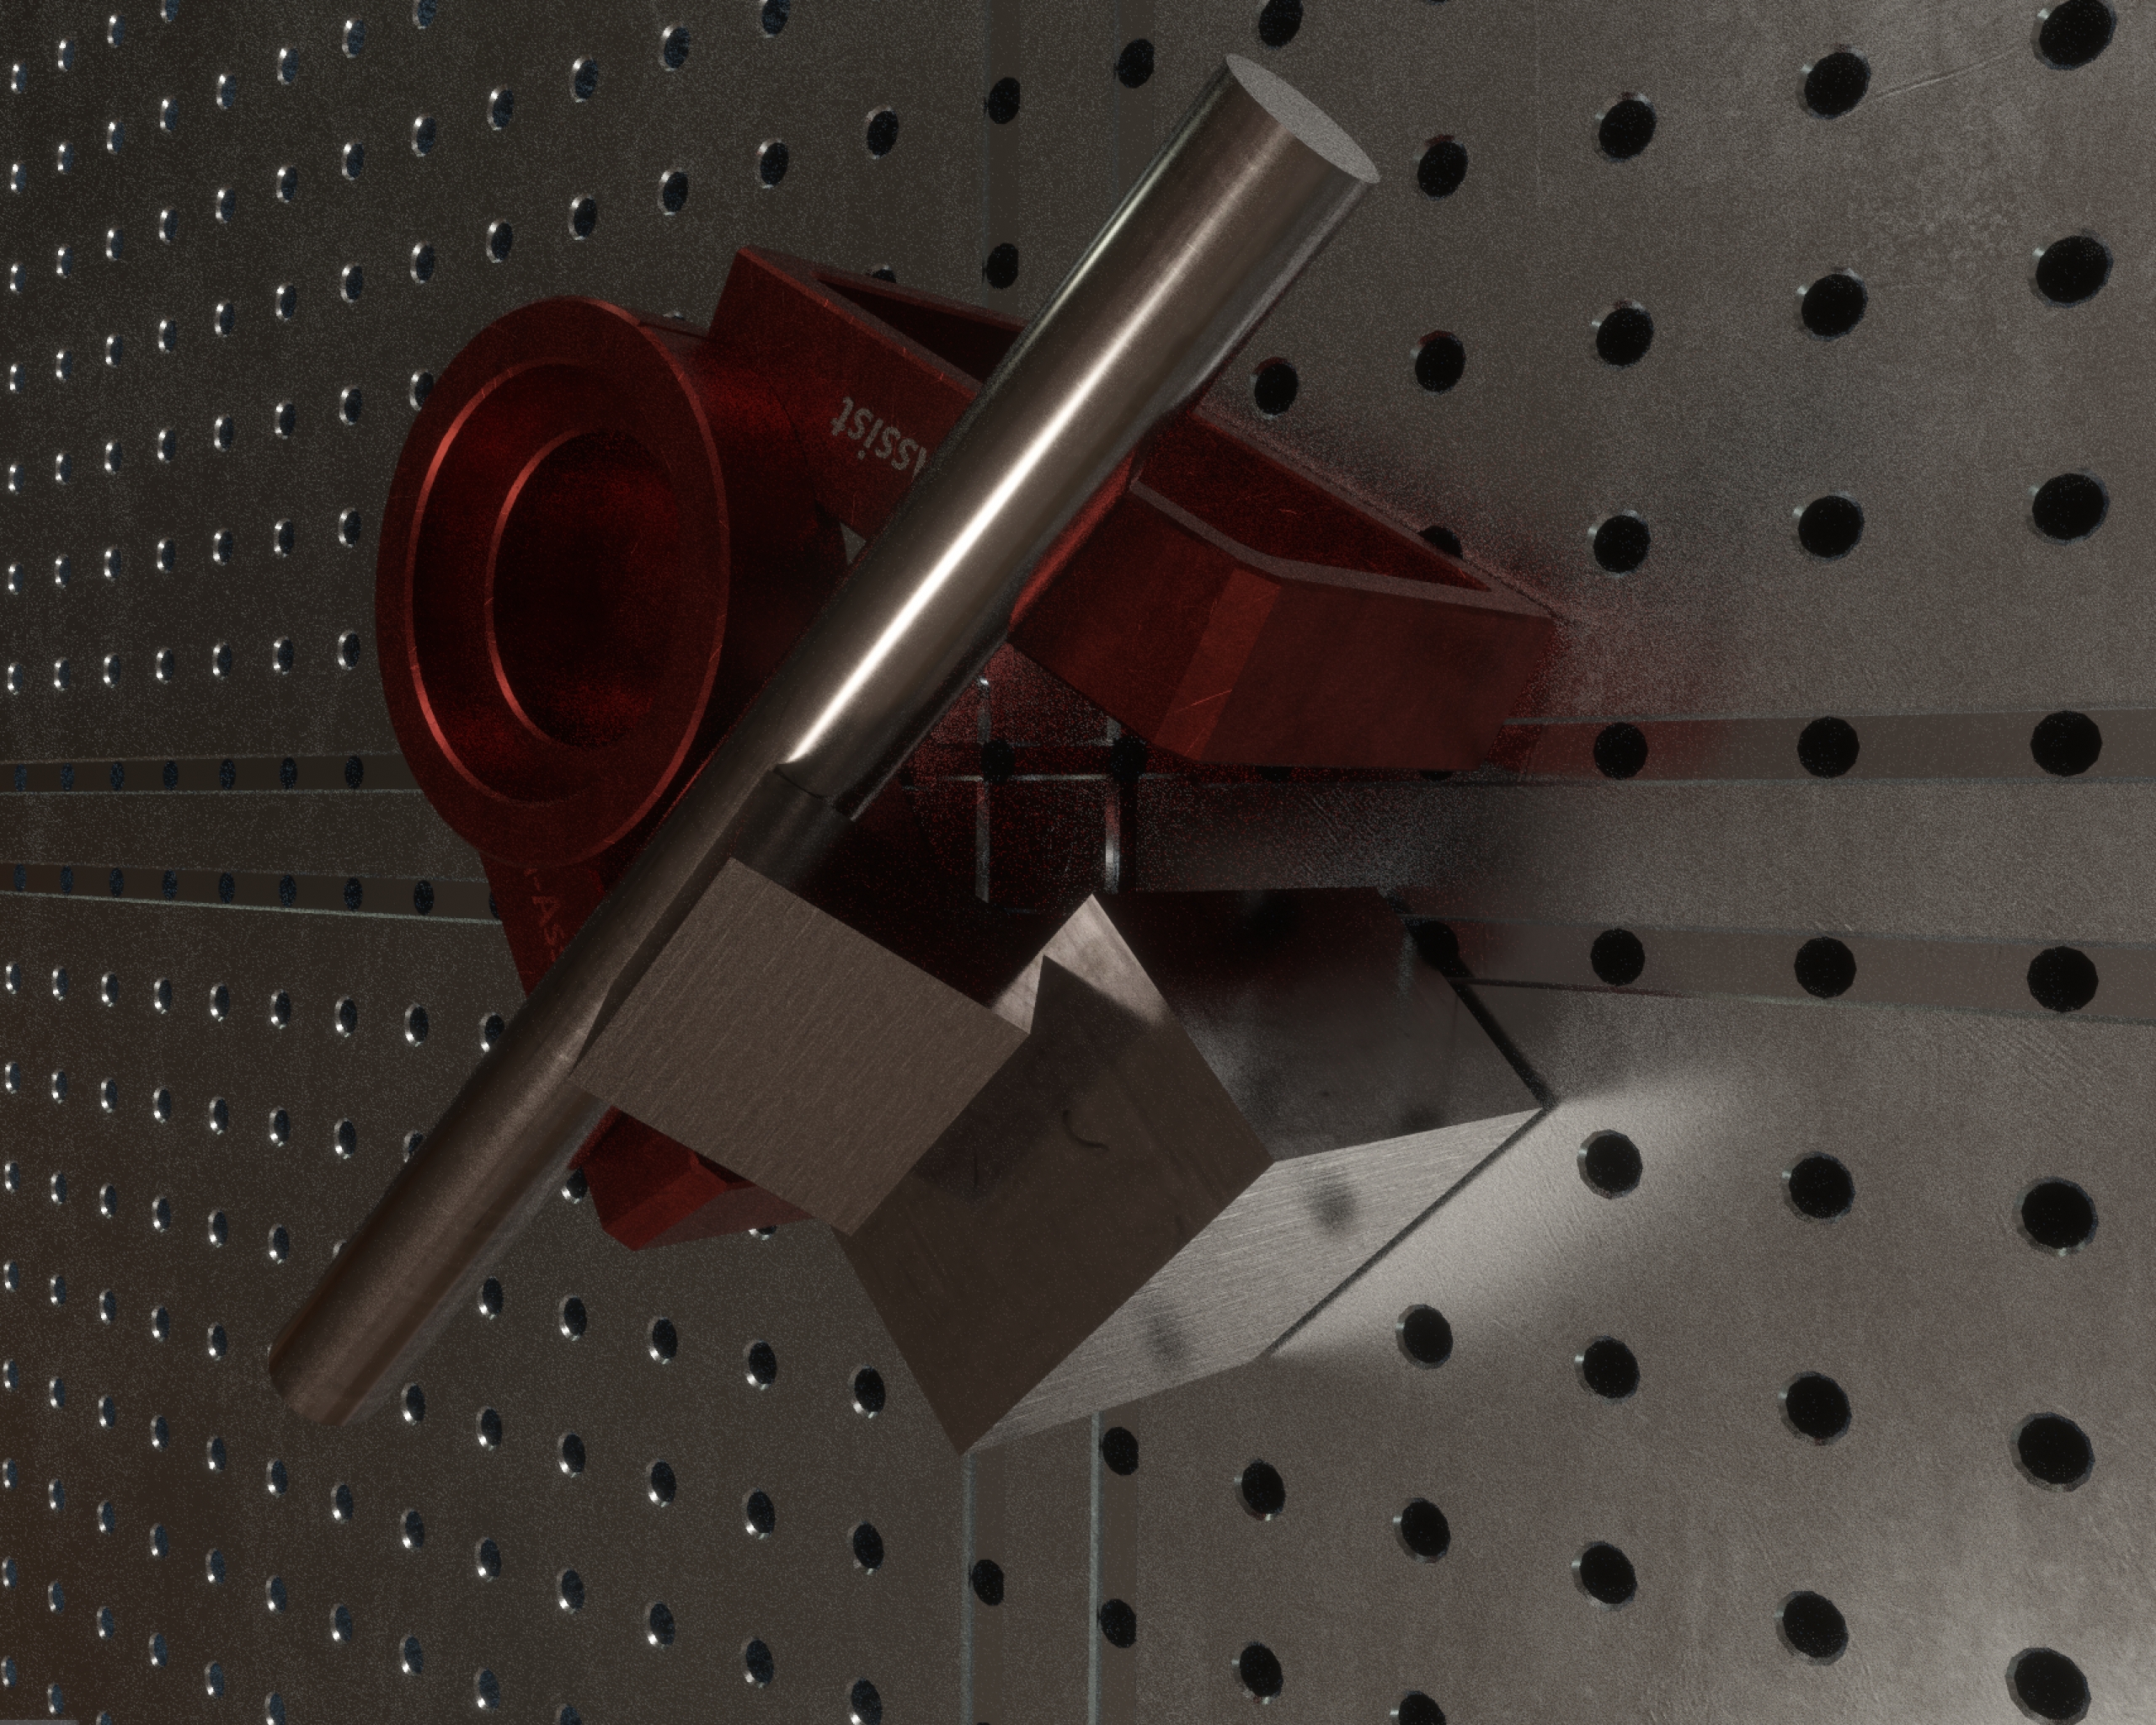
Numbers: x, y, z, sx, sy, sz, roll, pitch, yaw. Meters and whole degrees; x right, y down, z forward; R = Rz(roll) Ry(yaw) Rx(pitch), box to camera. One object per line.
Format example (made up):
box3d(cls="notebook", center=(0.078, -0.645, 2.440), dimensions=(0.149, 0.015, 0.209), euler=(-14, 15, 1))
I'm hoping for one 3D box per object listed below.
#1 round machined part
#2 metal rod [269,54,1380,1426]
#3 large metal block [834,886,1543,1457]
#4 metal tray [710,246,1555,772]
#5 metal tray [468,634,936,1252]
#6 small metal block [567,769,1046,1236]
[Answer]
box3d(cls="round machined part", center=(-0.079, -0.048, 0.371), dimensions=(0.098, 0.042, 0.097), euler=(0, 90, 39))
box3d(cls="metal rod", center=(-0.059, 0.002, 0.338), dimensions=(0.299, 0.025, 0.025), euler=(-48, 62, 29))
box3d(cls="large metal block", center=(0.017, 0.049, 0.353), dimensions=(0.080, 0.081, 0.050), euler=(-49, 62, 29))
box3d(cls="metal tray", center=(0.006, -0.061, 0.359), dimensions=(0.130, 0.091, 0.030), euler=(38, 114, 33))
box3d(cls="metal tray", center=(-0.070, 0.007, 0.422), dimensions=(0.030, 0.091, 0.130), euler=(-36, 68, 34))
box3d(cls="small metal block", center=(-0.041, 0.022, 0.318), dimensions=(0.050, 0.050, 0.025), euler=(-50, 16, 28))
